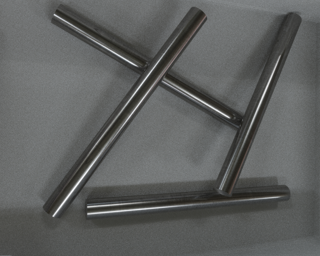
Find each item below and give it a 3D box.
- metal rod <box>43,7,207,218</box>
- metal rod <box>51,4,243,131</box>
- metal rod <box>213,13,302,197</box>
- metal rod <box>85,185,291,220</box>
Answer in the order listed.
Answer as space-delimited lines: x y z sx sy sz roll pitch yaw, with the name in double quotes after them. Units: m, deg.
-0.039 -0.022 0.376 0.025 0.025 0.300 37 85 -16 "metal rod"
0.004 -0.067 0.411 0.301 0.025 0.025 28 81 -18 "metal rod"
0.145 -0.044 0.442 0.025 0.025 0.300 33 71 -17 "metal rod"
0.052 0.100 0.429 0.302 0.025 0.025 0 90 -20 "metal rod"
